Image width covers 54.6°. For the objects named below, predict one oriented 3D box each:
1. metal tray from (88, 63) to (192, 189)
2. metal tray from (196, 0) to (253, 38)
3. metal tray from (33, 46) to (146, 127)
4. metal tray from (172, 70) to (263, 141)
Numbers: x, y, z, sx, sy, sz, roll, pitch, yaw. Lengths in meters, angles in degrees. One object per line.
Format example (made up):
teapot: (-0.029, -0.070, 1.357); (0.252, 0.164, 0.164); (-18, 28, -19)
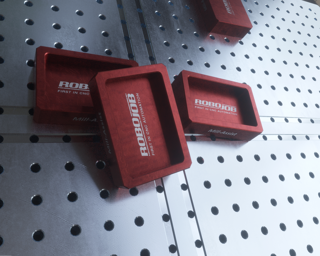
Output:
metal tray: (-0.022, -0.004, 0.362); (0.091, 0.030, 0.129); (-15, 89, -28)
metal tray: (0.122, -0.244, 0.618); (0.091, 0.030, 0.130); (1, 61, -28)
metal tray: (-0.086, -0.049, 0.387); (0.131, 0.030, 0.090); (3, 60, -27)
metal tray: (0.087, -0.033, 0.470); (0.131, 0.030, 0.090); (8, 58, -24)
